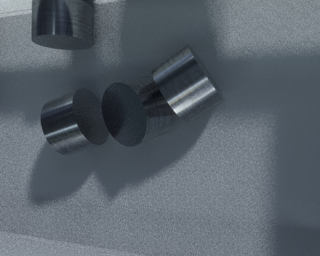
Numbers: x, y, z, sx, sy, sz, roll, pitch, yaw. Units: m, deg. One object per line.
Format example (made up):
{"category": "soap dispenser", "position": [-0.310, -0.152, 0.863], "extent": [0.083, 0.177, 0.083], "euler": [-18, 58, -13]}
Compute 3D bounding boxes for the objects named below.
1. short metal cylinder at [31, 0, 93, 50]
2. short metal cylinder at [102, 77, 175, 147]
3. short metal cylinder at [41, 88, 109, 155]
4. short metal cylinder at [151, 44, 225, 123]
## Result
{"category": "short metal cylinder", "position": [-0.134, -0.143, 0.429], "extent": [0.080, 0.080, 0.050], "euler": [1, 91, 20]}
{"category": "short metal cylinder", "position": [-0.028, -0.022, 0.390], "extent": [0.080, 0.050, 0.079], "euler": [17, 116, 39]}
{"category": "short metal cylinder", "position": [-0.113, -0.008, 0.421], "extent": [0.050, 0.080, 0.080], "euler": [-18, 84, 19]}
{"category": "short metal cylinder", "position": [0.034, -0.052, 0.369], "extent": [0.050, 0.080, 0.080], "euler": [-33, 80, 16]}
